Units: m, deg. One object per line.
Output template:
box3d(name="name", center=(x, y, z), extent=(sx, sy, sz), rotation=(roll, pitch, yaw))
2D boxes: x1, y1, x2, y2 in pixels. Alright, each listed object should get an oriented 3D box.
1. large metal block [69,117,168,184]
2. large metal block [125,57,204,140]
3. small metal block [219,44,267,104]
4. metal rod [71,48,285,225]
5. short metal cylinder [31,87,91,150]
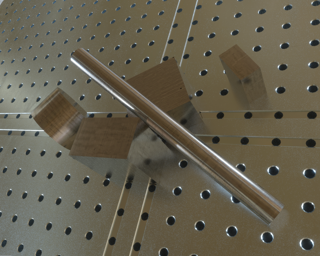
box3d(name="large metal block", center=(-0.047, 0.028, 0.379), extent=(0.080, 0.080, 0.050), rotation=(0, 62, 28))
box3d(name="large metal block", center=(0.002, -0.035, 0.412), extent=(0.080, 0.050, 0.080), rotation=(-24, 53, 13))
box3d(name="small metal block", center=(0.101, -0.066, 0.379), extent=(0.025, 0.050, 0.050), rotation=(-34, 52, 6))
box3d(name="metal rod", center=(0.003, -0.005, 0.352), extent=(0.300, 0.025, 0.025), rotation=(39, 84, 20))
box3d(name="short metal cylinder", center=(-0.138, -0.013, 0.451), extent=(0.050, 0.080, 0.080), rotation=(-45, 51, -3))
